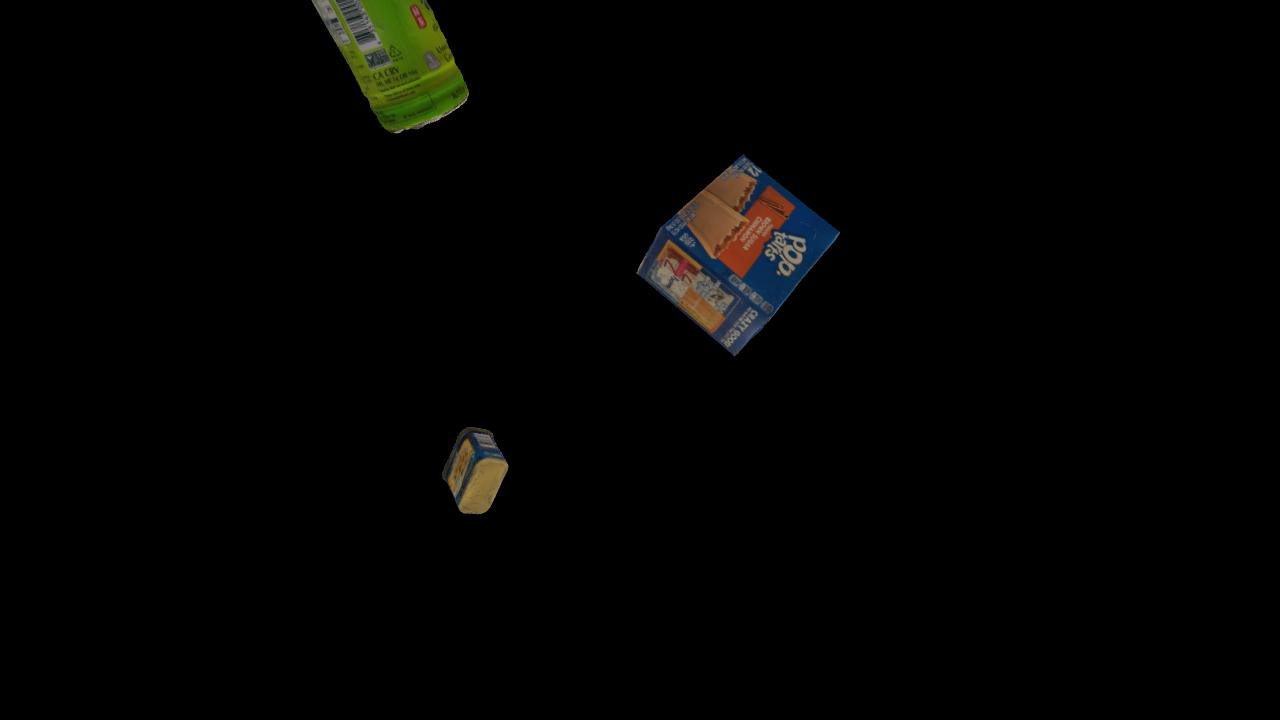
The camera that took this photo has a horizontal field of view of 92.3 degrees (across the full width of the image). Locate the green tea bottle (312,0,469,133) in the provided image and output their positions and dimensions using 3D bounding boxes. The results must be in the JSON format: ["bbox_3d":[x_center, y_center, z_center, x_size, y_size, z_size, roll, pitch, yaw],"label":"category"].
[{"bbox_3d":[-0.188,-0.259,0.394,0.073,0.212,0.073,-13,39,11],"label":"green tea bottle"}]

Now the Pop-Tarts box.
[{"bbox_3d":[0.107,-0.116,0.663,0.167,0.141,0.083,-46,-5,-32],"label":"Pop-Tarts box"}]

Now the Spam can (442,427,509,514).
[{"bbox_3d":[-0.247,0.166,0.923,0.058,0.101,0.085,16,16,-37],"label":"Spam can"}]
